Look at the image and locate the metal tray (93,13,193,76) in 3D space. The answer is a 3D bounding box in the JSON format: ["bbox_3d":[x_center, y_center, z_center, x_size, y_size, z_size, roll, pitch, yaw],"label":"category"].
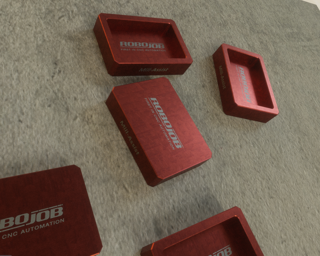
[{"bbox_3d":[-0.024,-0.124,0.464,0.131,0.030,0.090,-8,66,-32],"label":"metal tray"}]

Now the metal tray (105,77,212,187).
[{"bbox_3d":[-0.002,0.000,0.401,0.091,0.030,0.130,-18,71,-35],"label":"metal tray"}]

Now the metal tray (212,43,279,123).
[{"bbox_3d":[0.144,-0.077,0.527,0.091,0.030,0.130,10,57,-23],"label":"metal tray"}]

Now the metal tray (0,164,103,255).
[{"bbox_3d":[-0.128,0.090,0.277,0.131,0.030,0.090,-9,66,-32],"label":"metal tray"}]

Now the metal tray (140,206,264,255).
[{"bbox_3d":[0.054,0.150,0.339,0.131,0.030,0.090,-11,68,-33],"label":"metal tray"}]
